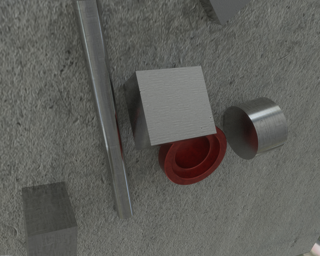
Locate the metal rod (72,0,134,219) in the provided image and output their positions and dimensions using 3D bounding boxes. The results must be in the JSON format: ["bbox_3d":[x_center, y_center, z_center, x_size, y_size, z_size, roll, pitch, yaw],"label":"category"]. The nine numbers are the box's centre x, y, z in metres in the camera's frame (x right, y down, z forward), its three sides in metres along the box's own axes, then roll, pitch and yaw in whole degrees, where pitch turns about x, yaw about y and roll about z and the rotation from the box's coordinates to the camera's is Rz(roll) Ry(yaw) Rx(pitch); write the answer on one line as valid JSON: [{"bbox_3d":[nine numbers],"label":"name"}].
[{"bbox_3d":[-0.061,0.001,0.375,0.025,0.025,0.298,-18,126,-19],"label":"metal rod"}]

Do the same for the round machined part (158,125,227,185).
[{"bbox_3d":[0.042,0.029,0.439,0.099,0.042,0.097,-14,125,-21],"label":"round machined part"}]

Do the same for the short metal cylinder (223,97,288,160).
[{"bbox_3d":[0.135,0.000,0.448,0.050,0.080,0.079,-18,126,-19],"label":"short metal cylinder"}]

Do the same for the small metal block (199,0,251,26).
[{"bbox_3d":[0.072,-0.155,0.352,0.050,0.025,0.050,-41,130,0],"label":"small metal block"}]

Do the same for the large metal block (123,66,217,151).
[{"bbox_3d":[0.010,-0.023,0.358,0.081,0.050,0.080,-10,84,-24],"label":"large metal block"}]

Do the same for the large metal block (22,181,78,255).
[{"bbox_3d":[-0.135,0.125,0.375,0.050,0.080,0.079,-5,121,-26],"label":"large metal block"}]
